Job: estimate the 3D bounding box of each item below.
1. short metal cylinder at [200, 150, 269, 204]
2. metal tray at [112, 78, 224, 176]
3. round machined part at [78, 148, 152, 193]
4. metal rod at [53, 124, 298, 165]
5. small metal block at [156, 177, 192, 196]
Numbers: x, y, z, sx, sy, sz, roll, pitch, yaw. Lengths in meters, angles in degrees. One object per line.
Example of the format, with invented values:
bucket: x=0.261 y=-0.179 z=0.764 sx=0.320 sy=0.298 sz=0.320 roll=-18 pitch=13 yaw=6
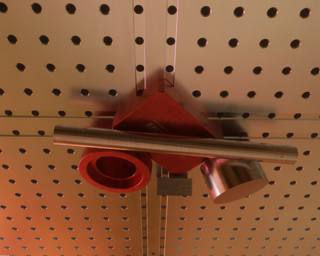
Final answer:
short metal cylinder: x=0.103 y=0.067 z=0.434 sx=0.081 sy=0.050 sz=0.080 roll=-15 pitch=151 yaw=-8
metal tray: x=0.014 y=0.005 z=0.414 sx=0.090 sy=0.030 sz=0.130 roll=-36 pitch=122 yaw=26
round machined part: x=-0.060 y=0.047 z=0.433 sx=0.099 sy=0.042 sz=0.097 roll=3 pitch=137 yaw=3
metal rod: x=0.024 y=0.021 z=0.389 sx=0.302 sy=0.025 sz=0.025 roll=5 pitch=130 yaw=-5
small metal block: x=0.020 y=0.087 z=0.469 sx=0.050 sy=0.025 sz=0.050 roll=2 pitch=173 yaw=-3
